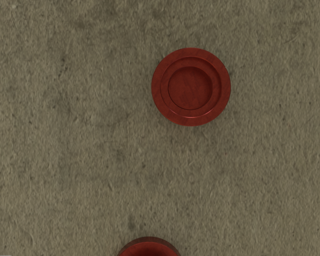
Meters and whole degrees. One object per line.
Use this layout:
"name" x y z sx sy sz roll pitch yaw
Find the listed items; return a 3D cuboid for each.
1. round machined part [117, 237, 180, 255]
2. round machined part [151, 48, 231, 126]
"round machined part" -0.015 0.197 0.401 0.099 0.042 0.097 0 90 -1
"round machined part" 0.039 -0.051 0.402 0.099 0.042 0.097 0 90 -1
